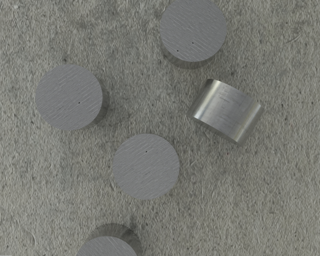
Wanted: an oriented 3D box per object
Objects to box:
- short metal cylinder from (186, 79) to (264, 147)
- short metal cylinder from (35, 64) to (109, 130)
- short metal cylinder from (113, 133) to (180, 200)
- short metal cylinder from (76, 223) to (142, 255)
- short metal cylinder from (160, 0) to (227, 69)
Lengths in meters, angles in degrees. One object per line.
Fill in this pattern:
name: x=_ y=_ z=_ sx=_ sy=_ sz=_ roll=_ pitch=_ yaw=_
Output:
short metal cylinder: x=0.079 y=-0.018 z=0.383 sx=0.080 sy=0.080 sz=0.050 roll=31 pitch=90 yaw=0
short metal cylinder: x=-0.109 y=-0.037 z=0.396 sx=0.081 sy=0.050 sz=0.080 roll=0 pitch=90 yaw=0
short metal cylinder: x=-0.017 y=0.046 z=0.397 sx=0.081 sy=0.050 sz=0.080 roll=0 pitch=90 yaw=0
short metal cylinder: x=-0.064 y=0.170 z=0.397 sx=0.081 sy=0.050 sz=0.080 roll=0 pitch=90 yaw=0
short metal cylinder: x=0.040 y=-0.120 z=0.397 sx=0.081 sy=0.050 sz=0.080 roll=0 pitch=90 yaw=0
